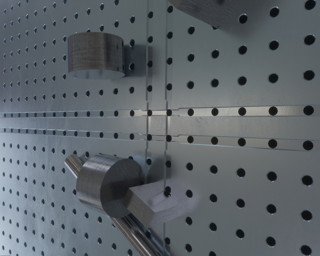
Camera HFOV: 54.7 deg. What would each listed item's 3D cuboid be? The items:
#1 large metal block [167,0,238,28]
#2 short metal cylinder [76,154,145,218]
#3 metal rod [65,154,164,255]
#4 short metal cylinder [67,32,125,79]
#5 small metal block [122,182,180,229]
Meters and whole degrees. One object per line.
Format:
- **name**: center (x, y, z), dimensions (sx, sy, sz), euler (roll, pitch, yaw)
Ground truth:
- **large metal block**: center (0.050, -0.164, 0.332), dimensions (0.050, 0.081, 0.080), euler (52, 121, 27)
- **short metal cylinder**: center (-0.067, 0.078, 0.429), dimensions (0.050, 0.081, 0.079), euler (5, 93, 40)
- **metal rod**: center (-0.056, 0.136, 0.455), dimensions (0.300, 0.025, 0.025), euler (40, 114, 32)
- **short metal cylinder**: center (-0.092, -0.102, 0.449), dimensions (0.080, 0.081, 0.050), euler (-2, 89, 40)
- **small metal block**: center (-0.011, 0.099, 0.402), dimensions (0.050, 0.050, 0.025), euler (35, 112, 34)
